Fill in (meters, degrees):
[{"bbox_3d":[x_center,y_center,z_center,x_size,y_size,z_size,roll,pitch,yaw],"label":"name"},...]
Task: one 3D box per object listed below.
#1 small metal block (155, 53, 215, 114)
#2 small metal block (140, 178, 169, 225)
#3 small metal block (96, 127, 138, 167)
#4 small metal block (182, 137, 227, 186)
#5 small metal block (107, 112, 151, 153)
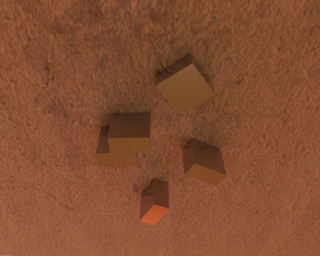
[{"bbox_3d":[0.029,-0.051,0.364,0.050,0.025,0.050,-29,125,22],"label":"small metal block"},{"bbox_3d":[-0.009,0.117,0.490,0.025,0.050,0.050,22,127,-18],"label":"small metal block"},{"bbox_3d":[-0.055,0.024,0.411,0.050,0.050,0.025,-1,130,0],"label":"small metal block"},{"bbox_3d":[0.061,0.047,0.432,0.050,0.050,0.025,22,127,-18],"label":"small metal block"},{"bbox_3d":[-0.037,0.005,0.395,0.050,0.050,0.025,-1,130,0],"label":"small metal block"}]
